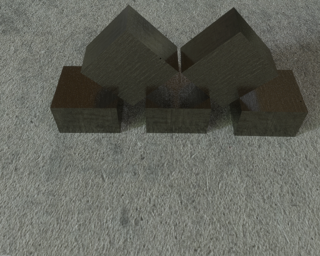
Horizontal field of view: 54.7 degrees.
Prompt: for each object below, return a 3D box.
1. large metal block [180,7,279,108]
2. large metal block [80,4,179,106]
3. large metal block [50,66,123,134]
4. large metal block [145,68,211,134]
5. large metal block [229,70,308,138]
[{"bbox_3d":[0.082,-0.082,0.377,0.080,0.080,0.050,-32,40,33],"label":"large metal block"},{"bbox_3d":[-0.035,-0.083,0.374,0.080,0.080,0.050,32,40,-34],"label":"large metal block"},{"bbox_3d":[-0.093,-0.039,0.420,0.081,0.050,0.080,0,50,0],"label":"large metal block"},{"bbox_3d":[0.023,-0.038,0.421,0.081,0.050,0.080,1,50,0],"label":"large metal block"},{"bbox_3d":[0.140,-0.034,0.420,0.081,0.050,0.080,1,50,0],"label":"large metal block"}]
